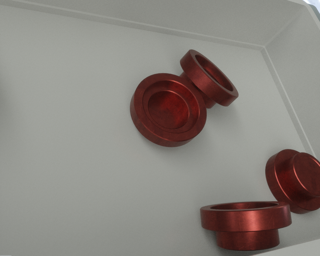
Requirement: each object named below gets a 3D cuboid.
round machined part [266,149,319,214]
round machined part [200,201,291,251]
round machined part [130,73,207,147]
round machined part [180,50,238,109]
[{"bbox_3d":[0.212,0.076,0.466,0.099,0.042,0.098,14,56,-21],"label":"round machined part"},{"bbox_3d":[0.096,0.109,0.350,0.099,0.098,0.042,1,79,-28],"label":"round machined part"},{"bbox_3d":[0.008,-0.020,0.407,0.099,0.042,0.098,9,63,-17],"label":"round machined part"},{"bbox_3d":[0.066,-0.067,0.457,0.098,0.042,0.098,34,27,-20],"label":"round machined part"}]
